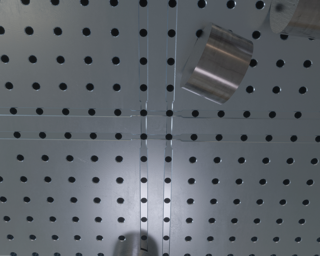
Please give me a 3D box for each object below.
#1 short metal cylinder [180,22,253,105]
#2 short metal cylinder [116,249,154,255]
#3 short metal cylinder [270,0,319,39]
[{"bbox_3d":[0.063,-0.073,0.357,0.050,0.080,0.079,23,109,-8],"label":"short metal cylinder"},{"bbox_3d":[-0.041,0.241,0.488,0.081,0.050,0.079,0,110,0],"label":"short metal cylinder"},{"bbox_3d":[0.160,-0.140,0.334,0.050,0.080,0.079,7,110,-3],"label":"short metal cylinder"}]
